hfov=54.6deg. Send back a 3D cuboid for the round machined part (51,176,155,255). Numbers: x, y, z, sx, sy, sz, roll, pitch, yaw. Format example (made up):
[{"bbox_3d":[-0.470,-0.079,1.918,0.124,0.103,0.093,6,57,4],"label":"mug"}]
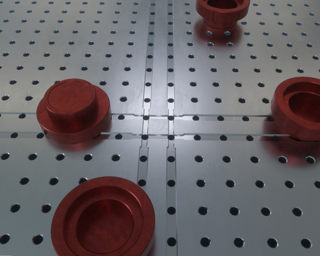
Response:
[{"bbox_3d":[-0.054,0.101,0.312,0.099,0.042,0.098,0,50,0],"label":"round machined part"}]

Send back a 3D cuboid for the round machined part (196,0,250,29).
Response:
[{"bbox_3d":[0.116,-0.225,0.587,0.099,0.042,0.098,0,50,0],"label":"round machined part"}]

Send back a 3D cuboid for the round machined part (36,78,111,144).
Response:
[{"bbox_3d":[-0.118,-0.030,0.421,0.099,0.042,0.098,0,50,0],"label":"round machined part"}]

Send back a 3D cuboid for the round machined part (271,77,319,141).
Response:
[{"bbox_3d":[0.198,-0.021,0.415,0.099,0.042,0.098,0,50,0],"label":"round machined part"}]
